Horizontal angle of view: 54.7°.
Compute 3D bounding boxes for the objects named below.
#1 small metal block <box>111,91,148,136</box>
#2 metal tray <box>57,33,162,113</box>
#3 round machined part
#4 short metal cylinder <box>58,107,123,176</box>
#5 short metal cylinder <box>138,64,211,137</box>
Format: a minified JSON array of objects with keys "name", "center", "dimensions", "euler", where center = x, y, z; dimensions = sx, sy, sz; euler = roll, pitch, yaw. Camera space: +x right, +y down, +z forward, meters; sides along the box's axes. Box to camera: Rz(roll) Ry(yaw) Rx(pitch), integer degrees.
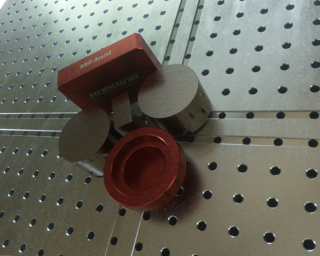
[{"name":"small metal block","center":[-0.039,-0.012,0.414],"dimensions":[0.025,0.050,0.050],"euler":[-23,53,15]},{"name":"metal tray","center":[-0.065,-0.068,0.436],"dimensions":[0.130,0.090,0.030],"euler":[-22,54,16]},{"name":"round machined part","center":[-0.014,0.051,0.368],"dimensions":[0.098,0.042,0.098],"euler":[-13,56,21]},{"name":"short metal cylinder","center":[-0.089,0.019,0.422],"dimensions":[0.080,0.050,0.080],"euler":[-13,56,21]},{"name":"short metal cylinder","center":[0.019,-0.035,0.399],"dimensions":[0.080,0.050,0.080],"euler":[-13,56,21]}]
